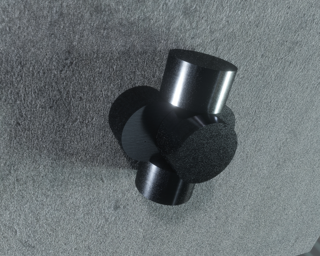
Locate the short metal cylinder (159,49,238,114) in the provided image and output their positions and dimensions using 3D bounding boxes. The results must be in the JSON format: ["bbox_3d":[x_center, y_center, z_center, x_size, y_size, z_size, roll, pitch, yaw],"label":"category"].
[{"bbox_3d":[0.044,-0.057,0.364,0.081,0.080,0.050,0,119,-29],"label":"short metal cylinder"}]

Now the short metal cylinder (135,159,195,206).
[{"bbox_3d":[0.011,0.058,0.417,0.081,0.080,0.050,0,118,-29],"label":"short metal cylinder"}]

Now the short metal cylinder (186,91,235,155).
[{"bbox_3d":[0.053,-0.007,0.419,0.081,0.050,0.079,-14,125,-21],"label":"short metal cylinder"}]

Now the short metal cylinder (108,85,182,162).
[{"bbox_3d":[-0.017,-0.006,0.380,0.081,0.050,0.079,-14,125,-21],"label":"short metal cylinder"}]

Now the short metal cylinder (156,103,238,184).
[{"bbox_3d":[0.042,0.018,0.362,0.081,0.050,0.079,-14,125,-21],"label":"short metal cylinder"}]
